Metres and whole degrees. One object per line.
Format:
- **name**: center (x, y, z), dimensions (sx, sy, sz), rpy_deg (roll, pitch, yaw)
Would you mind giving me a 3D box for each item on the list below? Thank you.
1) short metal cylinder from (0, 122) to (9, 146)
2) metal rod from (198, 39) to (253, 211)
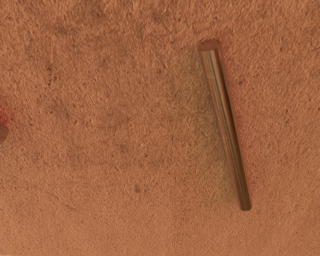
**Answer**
- **short metal cylinder**: center (-0.237, 0.015, 0.381), dimensions (0.080, 0.080, 0.050), rpy_deg (-29, 125, 22)
- **metal rod**: center (0.098, 0.020, 0.424), dimensions (0.025, 0.025, 0.299), rpy_deg (-14, 129, 11)
